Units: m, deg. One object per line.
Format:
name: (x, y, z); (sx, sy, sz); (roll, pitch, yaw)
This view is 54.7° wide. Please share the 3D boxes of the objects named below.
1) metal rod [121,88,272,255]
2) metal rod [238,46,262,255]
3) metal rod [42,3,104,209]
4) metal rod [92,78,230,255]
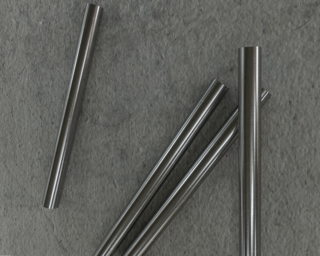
metal rod: (0.036, 0.073, 0.395); (0.025, 0.025, 0.299); (39, 102, 15)
metal rod: (0.103, 0.061, 0.355); (0.025, 0.025, 0.298); (0, 97, 19)
metal rod: (-0.128, -0.028, 0.452); (0.025, 0.025, 0.298); (16, 95, 19)
metal rod: (-0.006, 0.067, 0.410); (0.025, 0.025, 0.299); (37, 101, 16)
